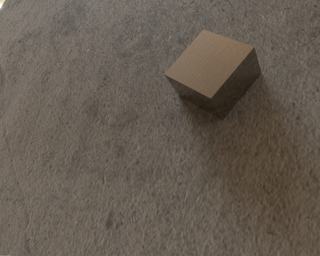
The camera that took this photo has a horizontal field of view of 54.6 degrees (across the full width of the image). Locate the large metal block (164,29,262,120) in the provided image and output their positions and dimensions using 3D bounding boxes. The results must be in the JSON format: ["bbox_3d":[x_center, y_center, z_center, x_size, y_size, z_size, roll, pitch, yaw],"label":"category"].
[{"bbox_3d":[0.068,-0.069,0.396,0.080,0.050,0.080,35,81,38],"label":"large metal block"}]
